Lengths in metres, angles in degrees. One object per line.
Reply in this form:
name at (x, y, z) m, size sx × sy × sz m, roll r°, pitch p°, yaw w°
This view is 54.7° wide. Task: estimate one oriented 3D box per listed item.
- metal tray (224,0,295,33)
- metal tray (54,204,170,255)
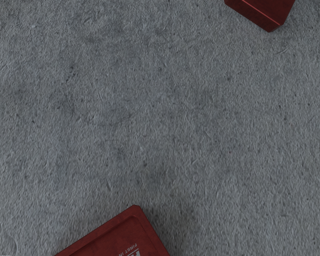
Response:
metal tray at (0.165, -0.222, 0.465) m, size 0.090 × 0.030 × 0.130 m, roll 30°, pitch 79°, yaw -9°
metal tray at (-0.057, 0.159, 0.346) m, size 0.131 × 0.030 × 0.090 m, roll -31°, pitch 73°, yaw -11°
